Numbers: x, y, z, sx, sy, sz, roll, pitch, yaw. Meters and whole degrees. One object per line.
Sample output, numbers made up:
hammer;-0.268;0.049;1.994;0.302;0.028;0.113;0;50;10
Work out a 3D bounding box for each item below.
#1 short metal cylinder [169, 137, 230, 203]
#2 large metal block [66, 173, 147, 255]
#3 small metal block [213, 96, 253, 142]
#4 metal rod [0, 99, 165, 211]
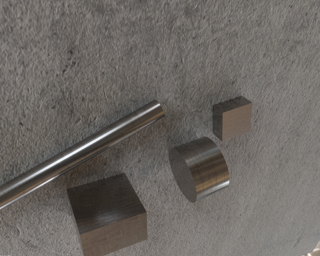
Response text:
short metal cylinder;0.053;0.058;0.436;0.050;0.080;0.079;-20;126;-17
large metal block;-0.070;0.112;0.403;0.081;0.080;0.050;-13;124;-21
small metal block;0.106;-0.014;0.456;0.050;0.025;0.050;-19;126;-18
metal rod;-0.129;0.049;0.366;0.301;0.025;0.025;-30;129;-9
